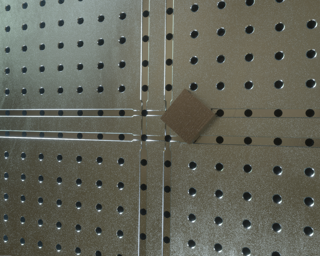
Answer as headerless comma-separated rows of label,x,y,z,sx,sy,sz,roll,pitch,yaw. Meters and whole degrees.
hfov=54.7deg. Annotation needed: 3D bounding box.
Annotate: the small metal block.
small metal block,0.038,-0.015,0.399,0.050,0.025,0.050,43,103,14
